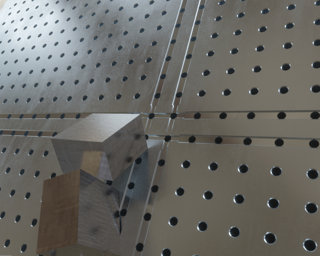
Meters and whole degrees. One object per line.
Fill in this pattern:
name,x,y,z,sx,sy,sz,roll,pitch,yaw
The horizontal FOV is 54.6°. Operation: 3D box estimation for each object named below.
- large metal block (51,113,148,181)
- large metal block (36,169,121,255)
large metal block,-0.074,0.020,0.396,0.080,0.050,0.080,2,26,29
large metal block,-0.089,0.104,0.357,0.050,0.080,0.080,-19,55,17
